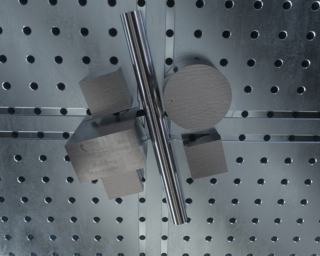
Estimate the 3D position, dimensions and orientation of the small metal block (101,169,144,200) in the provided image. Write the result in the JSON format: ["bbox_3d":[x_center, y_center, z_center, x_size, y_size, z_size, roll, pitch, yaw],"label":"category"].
[{"bbox_3d":[-0.054,0.068,0.438,0.050,0.025,0.050,-15,110,5],"label":"small metal block"}]

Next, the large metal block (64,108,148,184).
[{"bbox_3d":[-0.062,0.019,0.389,0.080,0.080,0.050,-14,110,5],"label":"large metal block"}]

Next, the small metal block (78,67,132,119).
[{"bbox_3d":[-0.068,-0.044,0.396,0.050,0.025,0.050,-16,110,5],"label":"small metal block"}]

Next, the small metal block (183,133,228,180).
[{"bbox_3d":[0.063,0.039,0.428,0.050,0.025,0.050,-14,110,4],"label":"small metal block"}]

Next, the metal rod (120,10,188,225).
[{"bbox_3d":[-0.003,0.001,0.413,0.025,0.025,0.298,-12,110,4],"label":"metal rod"}]

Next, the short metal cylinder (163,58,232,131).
[{"bbox_3d":[0.044,-0.043,0.384,0.081,0.050,0.079,0,110,-1],"label":"short metal cylinder"}]
